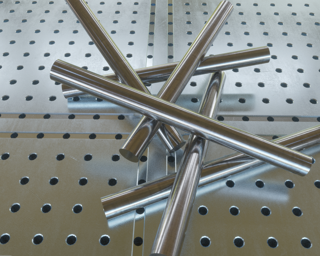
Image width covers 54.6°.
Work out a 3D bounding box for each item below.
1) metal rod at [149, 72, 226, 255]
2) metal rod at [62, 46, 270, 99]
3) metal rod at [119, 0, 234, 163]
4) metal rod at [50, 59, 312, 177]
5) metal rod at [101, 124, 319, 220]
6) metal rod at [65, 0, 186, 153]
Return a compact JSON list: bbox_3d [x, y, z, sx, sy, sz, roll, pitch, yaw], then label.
[{"bbox_3d":[0.046,0.016,0.367,0.025,0.025,0.301,13,43,11],"label":"metal rod"},{"bbox_3d":[0.009,-0.082,0.455,0.302,0.025,0.025,-10,51,0],"label":"metal rod"},{"bbox_3d":[0.035,-0.080,0.418,0.025,0.025,0.301,22,59,17],"label":"metal rod"},{"bbox_3d":[0.023,-0.012,0.348,0.301,0.025,0.025,21,52,0],"label":"metal rod"},{"bbox_3d":[0.080,0.045,0.369,0.302,0.025,0.025,-17,52,-14],"label":"metal rod"},{"bbox_3d":[-0.059,-0.092,0.435,0.025,0.025,0.299,-28,71,-21],"label":"metal rod"}]
